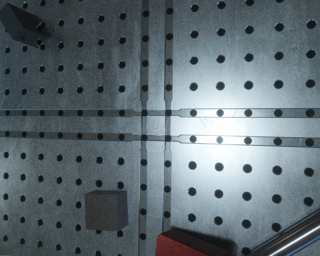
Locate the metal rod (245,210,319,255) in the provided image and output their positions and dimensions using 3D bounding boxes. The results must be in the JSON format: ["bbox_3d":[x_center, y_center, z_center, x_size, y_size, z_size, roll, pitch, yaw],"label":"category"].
[{"bbox_3d":[0.149,0.134,0.359,0.300,0.025,0.025,-39,78,15],"label":"metal rod"}]

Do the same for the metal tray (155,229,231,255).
[{"bbox_3d":[0.033,0.204,0.383,0.090,0.030,0.129,10,93,38],"label":"metal tray"}]

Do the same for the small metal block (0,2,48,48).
[{"bbox_3d":[-0.209,-0.155,0.471,0.025,0.050,0.050,-38,78,16],"label":"small metal block"}]

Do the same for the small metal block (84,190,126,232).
[{"bbox_3d":[-0.077,0.116,0.439,0.050,0.025,0.050,-3,89,19],"label":"small metal block"}]
